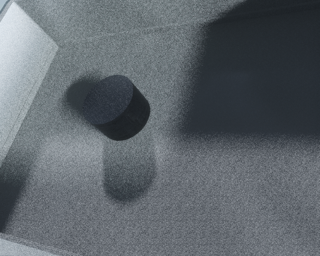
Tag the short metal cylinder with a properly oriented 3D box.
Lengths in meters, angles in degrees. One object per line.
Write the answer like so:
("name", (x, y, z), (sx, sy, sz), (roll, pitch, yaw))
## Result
("short metal cylinder", (-0.061, -0.028, 0.440), (0.080, 0.050, 0.080), (-13, 56, 21))
